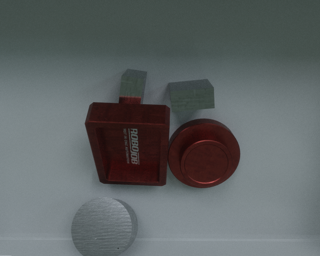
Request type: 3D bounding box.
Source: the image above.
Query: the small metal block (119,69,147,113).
[{"bbox_3d":[-0.034,-0.043,0.381,0.025,0.050,0.050,9,110,-1],"label":"small metal block"}]

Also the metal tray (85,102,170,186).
[{"bbox_3d":[-0.035,0.025,0.384,0.091,0.030,0.129,2,140,1],"label":"metal tray"}]

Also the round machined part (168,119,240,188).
[{"bbox_3d":[0.060,0.040,0.418,0.099,0.042,0.097,0,110,-1],"label":"round machined part"}]

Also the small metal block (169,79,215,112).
[{"bbox_3d":[0.038,-0.041,0.383,0.050,0.050,0.025,-5,110,1],"label":"small metal block"}]

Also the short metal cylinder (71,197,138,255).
[{"bbox_3d":[-0.074,0.137,0.428,0.080,0.050,0.080,-1,74,5],"label":"short metal cylinder"}]
